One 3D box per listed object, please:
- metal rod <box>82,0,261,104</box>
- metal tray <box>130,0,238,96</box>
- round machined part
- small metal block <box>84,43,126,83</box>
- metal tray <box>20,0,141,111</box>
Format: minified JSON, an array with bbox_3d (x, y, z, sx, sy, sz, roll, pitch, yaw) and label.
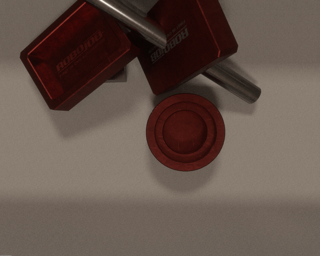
[{"bbox_3d":[0.001,-0.107,0.361,0.301,0.025,0.025,27,90,-21],"label":"metal rod"},{"bbox_3d":[0.020,-0.101,0.361,0.030,0.130,0.090,-23,90,-34],"label":"metal tray"},{"bbox_3d":[0.032,0.005,0.403,0.099,0.042,0.097,0,90,-1],"label":"round machined part"},{"bbox_3d":[-0.072,-0.087,0.410,0.050,0.025,0.050,-2,90,-1],"label":"small metal block"},{"bbox_3d":[-0.101,-0.092,0.383,0.130,0.030,0.090,-35,80,15],"label":"metal tray"}]
